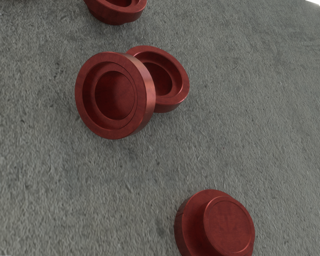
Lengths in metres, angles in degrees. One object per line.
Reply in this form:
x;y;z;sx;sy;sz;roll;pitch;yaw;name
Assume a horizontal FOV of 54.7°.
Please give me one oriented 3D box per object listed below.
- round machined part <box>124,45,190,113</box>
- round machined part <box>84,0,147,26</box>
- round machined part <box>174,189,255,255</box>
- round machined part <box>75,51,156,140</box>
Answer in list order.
-0.012;-0.061;0.423;0.099;0.042;0.098;14;55;-21;round machined part
-0.073;-0.197;0.473;0.099;0.042;0.098;14;56;-21;round machined part
0.069;0.117;0.358;0.099;0.042;0.098;14;56;-21;round machined part
-0.048;-0.038;0.361;0.098;0.098;0.042;54;28;9;round machined part
